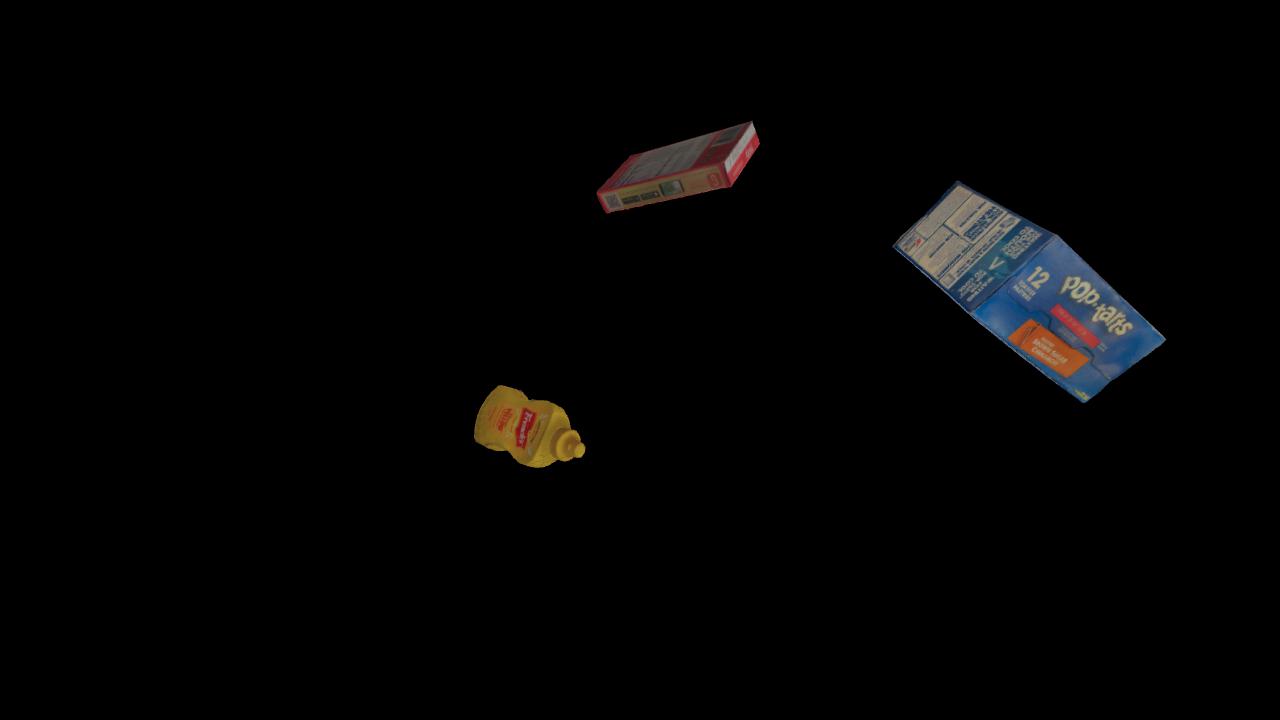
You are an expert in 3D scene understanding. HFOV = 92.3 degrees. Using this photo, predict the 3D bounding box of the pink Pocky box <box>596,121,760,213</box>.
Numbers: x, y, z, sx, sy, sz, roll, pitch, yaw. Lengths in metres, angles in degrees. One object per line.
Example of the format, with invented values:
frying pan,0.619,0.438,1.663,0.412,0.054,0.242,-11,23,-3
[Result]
pink Pocky box,0.036,-0.193,0.624,0.155,0.029,0.084,-2,42,37

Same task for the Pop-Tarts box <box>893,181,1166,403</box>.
Pop-Tarts box,0.336,-0.062,0.546,0.167,0.083,0.141,29,25,-22

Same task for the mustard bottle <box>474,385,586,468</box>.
mustard bottle,-0.141,0.095,0.821,0.184,0.092,0.054,15,-18,39
